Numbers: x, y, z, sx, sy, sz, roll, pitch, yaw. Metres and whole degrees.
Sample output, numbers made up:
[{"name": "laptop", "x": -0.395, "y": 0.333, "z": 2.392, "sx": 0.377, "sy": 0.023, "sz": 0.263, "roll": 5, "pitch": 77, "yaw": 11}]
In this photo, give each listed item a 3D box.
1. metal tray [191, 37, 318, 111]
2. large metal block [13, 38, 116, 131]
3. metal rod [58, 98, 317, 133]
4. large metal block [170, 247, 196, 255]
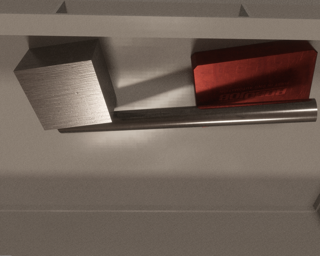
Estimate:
[{"name": "metal tray", "x": 0.106, "y": -0.050, "z": 0.365, "sx": 0.131, "sy": 0.030, "sz": 0.089, "roll": -7, "pitch": 130, "yaw": 5}, {"name": "large metal block", "x": -0.101, "y": -0.048, "z": 0.351, "sx": 0.080, "sy": 0.050, "sz": 0.080, "roll": -7, "pitch": 130, "yaw": 5}, {"name": "metal rod", "x": 0.017, "y": -0.012, "z": 0.365, "sx": 0.301, "sy": 0.025, "sz": 0.025, "roll": -3, "pitch": 131, "yaw": 15}, {"name": "large metal block", "x": 0.055, "y": 0.304, "z": 0.636, "sx": 0.050, "sy": 0.080, "sz": 0.080, "roll": -11, "pitch": 130, "yaw": 8}]
